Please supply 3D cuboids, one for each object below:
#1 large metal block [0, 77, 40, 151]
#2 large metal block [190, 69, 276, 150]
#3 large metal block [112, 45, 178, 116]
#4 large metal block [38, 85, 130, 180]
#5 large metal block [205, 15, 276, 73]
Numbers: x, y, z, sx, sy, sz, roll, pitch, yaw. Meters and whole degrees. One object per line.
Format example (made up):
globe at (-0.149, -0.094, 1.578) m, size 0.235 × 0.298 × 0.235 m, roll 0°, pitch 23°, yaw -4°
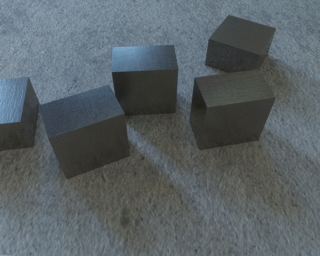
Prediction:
large metal block at (-0.208, -0.017, 0.399) m, size 0.081 × 0.050 × 0.080 m, roll -6°, pitch 50°, yaw -6°
large metal block at (0.085, -0.022, 0.387) m, size 0.081 × 0.080 × 0.050 m, roll -9°, pitch 51°, yaw -8°
large metal block at (-0.020, -0.063, 0.420) m, size 0.081 × 0.080 × 0.050 m, roll -3°, pitch 50°, yaw -3°
large metal block at (-0.085, 0.006, 0.362) m, size 0.081 × 0.080 × 0.050 m, roll -20°, pitch 53°, yaw -16°
large metal block at (0.129, -0.130, 0.498) m, size 0.080 × 0.050 × 0.080 m, roll 24°, pitch 54°, yaw 18°
